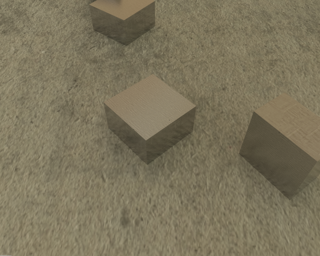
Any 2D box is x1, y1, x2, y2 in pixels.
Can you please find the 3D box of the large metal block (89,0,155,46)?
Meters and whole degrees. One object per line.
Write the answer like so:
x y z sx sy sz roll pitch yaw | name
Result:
-0.065 -0.201 0.555 0.080 0.050 0.080 31 56 23 | large metal block

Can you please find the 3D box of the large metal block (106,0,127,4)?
-0.112 -0.283 0.597 0.080 0.050 0.080 15 10 12 | large metal block

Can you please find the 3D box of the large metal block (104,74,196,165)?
-0.013 -0.013 0.398 0.080 0.050 0.080 -35 58 -26 | large metal block

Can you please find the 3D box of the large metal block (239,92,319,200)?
0.145 0.021 0.352 0.050 0.080 0.080 -29 56 -22 | large metal block
